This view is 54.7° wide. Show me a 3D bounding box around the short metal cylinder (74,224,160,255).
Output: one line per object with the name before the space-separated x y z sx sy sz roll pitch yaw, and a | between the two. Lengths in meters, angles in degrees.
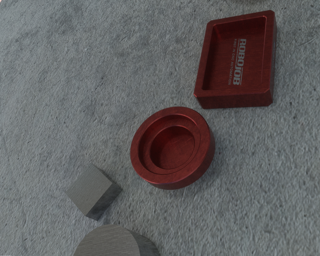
short metal cylinder | -0.044 0.146 0.320 0.080 0.050 0.080 -13 56 20

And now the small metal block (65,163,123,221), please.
small metal block | -0.085 0.081 0.397 0.050 0.025 0.050 33 80 38

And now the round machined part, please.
round machined part | 0.018 0.026 0.366 0.098 0.042 0.098 -13 56 20

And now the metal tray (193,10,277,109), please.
metal tray | 0.100 -0.089 0.401 0.090 0.030 0.130 -1 61 27
